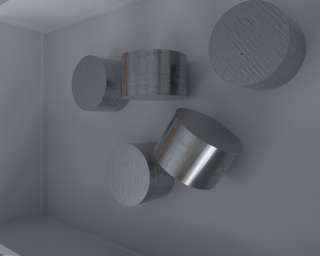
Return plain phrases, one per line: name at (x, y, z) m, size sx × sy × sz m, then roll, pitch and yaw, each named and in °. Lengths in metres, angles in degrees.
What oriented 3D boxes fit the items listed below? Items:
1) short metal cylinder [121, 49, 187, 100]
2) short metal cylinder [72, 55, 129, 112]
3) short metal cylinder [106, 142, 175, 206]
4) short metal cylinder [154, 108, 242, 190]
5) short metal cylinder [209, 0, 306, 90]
short metal cylinder at (-0.007, -0.061, 0.377) m, size 0.080 × 0.081 × 0.050 m, roll 0°, pitch 90°, yaw 40°
short metal cylinder at (-0.087, -0.064, 0.462) m, size 0.080 × 0.050 × 0.080 m, roll 0°, pitch 90°, yaw 40°
short metal cylinder at (-0.027, 0.059, 0.413) m, size 0.080 × 0.050 × 0.080 m, roll 0°, pitch 90°, yaw 40°
short metal cylinder at (0.040, 0.021, 0.338) m, size 0.080 × 0.081 × 0.050 m, roll 44°, pitch 117°, yaw 31°
short metal cylinder at (0.097, -0.080, 0.311) m, size 0.080 × 0.050 × 0.080 m, roll 0°, pitch 90°, yaw 40°
